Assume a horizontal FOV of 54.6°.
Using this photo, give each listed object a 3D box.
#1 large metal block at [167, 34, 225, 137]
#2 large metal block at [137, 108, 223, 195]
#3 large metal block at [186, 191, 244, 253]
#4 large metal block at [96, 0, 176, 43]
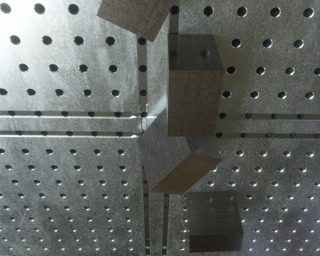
[{"bbox_3d":[0.033,-0.047,0.336,0.050,0.080,0.080,0,130,0],"label":"large metal block"},{"bbox_3d":[0.021,0.027,0.391,0.050,0.080,0.080,15,131,-35],"label":"large metal block"},{"bbox_3d":[0.085,0.151,0.504,0.080,0.080,0.050,-3,130,2],"label":"large metal block"},{"bbox_3d":[-0.010,-0.133,0.262,0.050,0.080,0.080,22,127,-17],"label":"large metal block"}]
